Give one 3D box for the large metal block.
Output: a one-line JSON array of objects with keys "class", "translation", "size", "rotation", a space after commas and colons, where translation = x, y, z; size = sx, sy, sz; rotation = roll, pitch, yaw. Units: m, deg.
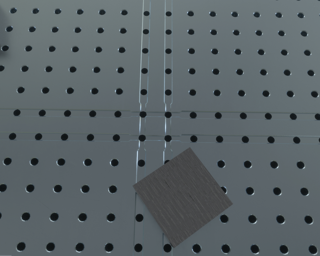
[{"class": "large metal block", "translation": [0.025, 0.083, 0.369], "size": [0.080, 0.050, 0.080], "rotation": [-33, 74, -12]}]
